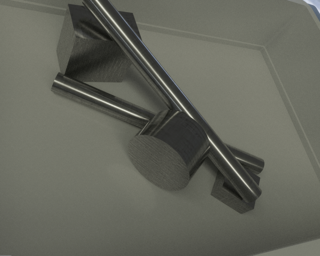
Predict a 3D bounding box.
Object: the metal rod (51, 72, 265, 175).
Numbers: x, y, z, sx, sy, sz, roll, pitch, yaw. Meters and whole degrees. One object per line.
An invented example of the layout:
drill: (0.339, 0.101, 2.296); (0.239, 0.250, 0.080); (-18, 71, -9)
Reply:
metal rod: (0.009, 0.000, 0.410); (0.302, 0.025, 0.025); (23, 53, -15)

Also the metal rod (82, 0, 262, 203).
metal rod: (0.020, -0.030, 0.360); (0.300, 0.025, 0.025); (50, 50, -9)

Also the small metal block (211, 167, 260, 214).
small metal block: (0.102, 0.078, 0.413); (0.050, 0.025, 0.050); (33, 51, -7)

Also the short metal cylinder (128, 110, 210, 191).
short metal cylinder: (0.010, 0.026, 0.359); (0.080, 0.080, 0.050); (43, 51, 0)

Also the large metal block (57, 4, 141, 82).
large metal block: (-0.079, -0.102, 0.390); (0.081, 0.080, 0.050); (-4, 64, -30)
